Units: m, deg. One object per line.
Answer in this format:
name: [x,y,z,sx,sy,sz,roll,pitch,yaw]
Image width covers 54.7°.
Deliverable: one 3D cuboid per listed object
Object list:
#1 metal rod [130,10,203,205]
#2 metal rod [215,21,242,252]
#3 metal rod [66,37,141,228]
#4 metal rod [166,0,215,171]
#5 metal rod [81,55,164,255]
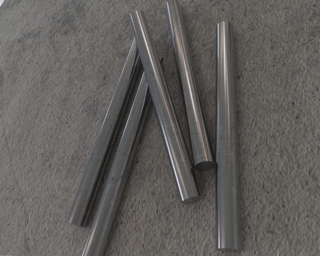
metal rod: [0.000,-0.047,0.410,0.025,0.025,0.299,-23,60,14]
metal rod: [0.079,-0.013,0.370,0.025,0.025,0.299,-8,58,24]
metal rod: [-0.068,-0.011,0.446,0.025,0.025,0.300,1,62,29]
metal rod: [0.036,-0.080,0.433,0.025,0.025,0.299,-19,54,17]
metal rod: [-0.044,0.027,0.410,0.025,0.025,0.300,2,62,29]
